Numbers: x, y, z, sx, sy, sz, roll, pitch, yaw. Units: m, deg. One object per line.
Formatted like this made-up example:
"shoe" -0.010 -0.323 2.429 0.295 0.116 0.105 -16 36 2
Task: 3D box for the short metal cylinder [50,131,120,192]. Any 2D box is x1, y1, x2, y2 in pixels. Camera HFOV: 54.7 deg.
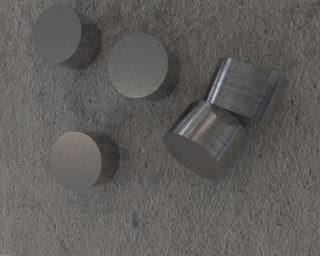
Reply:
"short metal cylinder" -0.104 0.044 0.432 0.080 0.050 0.080 0 90 20

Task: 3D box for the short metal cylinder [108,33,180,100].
"short metal cylinder" -0.020 -0.077 0.403 0.080 0.050 0.080 0 90 20

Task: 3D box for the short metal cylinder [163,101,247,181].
"short metal cylinder" 0.051 0.015 0.354 0.080 0.080 0.050 33 67 17

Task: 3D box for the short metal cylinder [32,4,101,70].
"short metal cylinder" -0.132 -0.127 0.442 0.080 0.050 0.080 0 90 20

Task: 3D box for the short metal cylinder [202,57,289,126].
"short metal cylinder" 0.094 -0.041 0.346 0.080 0.080 0.050 24 98 18
